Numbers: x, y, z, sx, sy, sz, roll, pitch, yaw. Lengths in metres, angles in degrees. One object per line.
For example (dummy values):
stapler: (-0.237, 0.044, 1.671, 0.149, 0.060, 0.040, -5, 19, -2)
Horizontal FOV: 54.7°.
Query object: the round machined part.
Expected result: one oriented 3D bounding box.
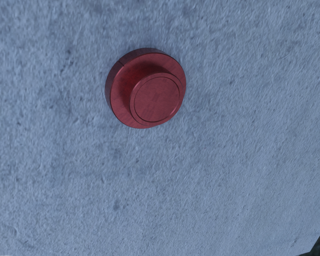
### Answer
round machined part: (-0.011, -0.041, 0.366, 0.099, 0.042, 0.097, -14, 125, -21)
